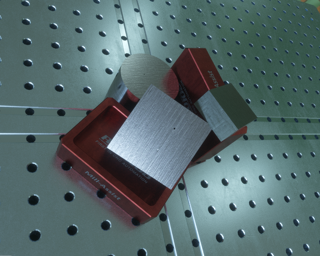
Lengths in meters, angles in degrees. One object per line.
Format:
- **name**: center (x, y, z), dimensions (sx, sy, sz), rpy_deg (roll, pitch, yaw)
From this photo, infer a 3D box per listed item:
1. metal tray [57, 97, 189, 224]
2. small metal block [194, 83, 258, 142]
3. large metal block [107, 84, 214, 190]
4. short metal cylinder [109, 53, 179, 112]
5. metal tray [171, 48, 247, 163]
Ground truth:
- **metal tray**: center (-0.040, 0.035, 0.362), dimensions (0.130, 0.030, 0.090), rpy_deg (40, 51, -1)
- **small metal block**: center (0.073, -0.019, 0.340), dimensions (0.050, 0.025, 0.050), rpy_deg (-22, 74, -48)
- **large metal block**: center (-0.002, 0.009, 0.347), dimensions (0.080, 0.050, 0.080), rpy_deg (35, 87, -6)
- **short metal cylinder**: center (-0.022, -0.052, 0.413), dimensions (0.081, 0.050, 0.080), rpy_deg (14, 56, -21)
- **metal tray**: center (0.051, -0.030, 0.414), dimensions (0.030, 0.090, 0.130), rpy_deg (-10, 67, -33)
